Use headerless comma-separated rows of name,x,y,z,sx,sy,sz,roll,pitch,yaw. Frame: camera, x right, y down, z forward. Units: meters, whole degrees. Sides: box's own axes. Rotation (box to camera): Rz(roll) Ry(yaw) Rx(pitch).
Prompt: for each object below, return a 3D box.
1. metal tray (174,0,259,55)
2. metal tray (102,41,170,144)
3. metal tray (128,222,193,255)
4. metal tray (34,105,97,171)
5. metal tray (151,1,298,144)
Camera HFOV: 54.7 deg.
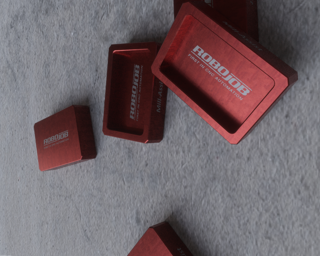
metal tray,0.060,-0.150,0.351,0.090,0.030,0.129,-4,88,39
metal tray,-0.035,-0.049,0.427,0.090,0.030,0.129,9,96,39
metal tray,0.014,0.197,0.388,0.130,0.030,0.089,48,118,29
metal tray,-0.168,0.020,0.537,0.130,0.030,0.090,-18,79,38
metal tray,0.060,-0.058,0.321,0.130,0.030,0.089,44,129,16
